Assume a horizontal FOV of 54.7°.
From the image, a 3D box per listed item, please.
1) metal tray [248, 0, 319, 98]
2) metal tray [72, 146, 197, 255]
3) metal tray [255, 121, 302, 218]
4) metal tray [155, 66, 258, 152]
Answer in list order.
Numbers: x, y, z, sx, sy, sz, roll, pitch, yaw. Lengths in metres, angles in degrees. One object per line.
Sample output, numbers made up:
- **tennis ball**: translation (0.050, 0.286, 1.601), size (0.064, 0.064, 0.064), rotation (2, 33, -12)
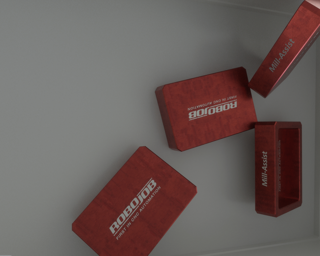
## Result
- **metal tray**: translation (0.176, -0.109, 0.408), size (0.030, 0.129, 0.091), rotation (41, 48, 15)
- **metal tray**: translation (-0.028, 0.098, 0.376), size (0.090, 0.030, 0.130), rotation (38, 76, 13)
- **metal tray**: translation (0.175, 0.055, 0.454), size (0.091, 0.030, 0.129), rotation (-1, 90, -44)
- **metal tray**: translation (0.067, -0.028, 0.432), size (0.131, 0.030, 0.089), rotation (-16, 96, -19)
